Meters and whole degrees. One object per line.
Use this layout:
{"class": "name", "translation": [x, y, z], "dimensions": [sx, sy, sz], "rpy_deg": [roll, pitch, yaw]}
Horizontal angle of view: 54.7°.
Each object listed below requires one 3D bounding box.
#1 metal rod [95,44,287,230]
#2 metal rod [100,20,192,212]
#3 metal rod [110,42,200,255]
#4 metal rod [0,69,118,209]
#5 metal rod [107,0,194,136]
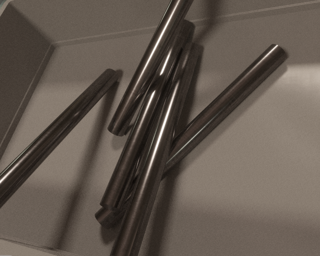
{"class": "metal rod", "translation": [0.039, 0.008, 0.378], "dimensions": [0.300, 0.025, 0.025], "rpy_deg": [-44, 51, -3]}
{"class": "metal rod", "translation": [-0.009, -0.036, 0.412], "dimensions": [0.025, 0.025, 0.300], "rpy_deg": [3, 57, 29]}
{"class": "metal rod", "translation": [0.006, 0.004, 0.369], "dimensions": [0.025, 0.025, 0.300], "rpy_deg": [-1, 52, 27]}
{"class": "metal rod", "translation": [-0.132, 0.006, 0.392], "dimensions": [0.025, 0.025, 0.301], "rpy_deg": [-1, 37, 27]}
{"class": "metal rod", "translation": [0.007, -0.119, 0.391], "dimensions": [0.025, 0.025, 0.298], "rpy_deg": [44, 113, 39]}
